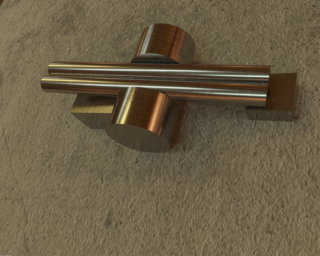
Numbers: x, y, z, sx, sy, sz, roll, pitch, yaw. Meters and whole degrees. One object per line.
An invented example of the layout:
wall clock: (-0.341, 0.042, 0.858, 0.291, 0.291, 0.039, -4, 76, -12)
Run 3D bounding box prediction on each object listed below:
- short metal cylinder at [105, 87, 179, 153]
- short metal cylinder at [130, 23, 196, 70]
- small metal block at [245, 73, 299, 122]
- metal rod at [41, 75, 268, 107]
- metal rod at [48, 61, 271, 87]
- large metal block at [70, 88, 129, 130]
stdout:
short metal cylinder: (-0.021, -0.008, 0.386, 0.080, 0.080, 0.050, 2, 63, 29)
short metal cylinder: (0.005, -0.096, 0.426, 0.080, 0.080, 0.050, 2, 63, 29)
small metal block: (0.131, -0.035, 0.359, 0.050, 0.025, 0.050, 3, 63, 30)
metal rod: (-0.023, -0.049, 0.390, 0.301, 0.025, 0.025, 6, 64, 22)
metal rod: (-0.017, -0.071, 0.400, 0.301, 0.025, 0.025, 6, 64, 22)
large metal block: (-0.072, -0.044, 0.454, 0.080, 0.050, 0.080, 2, 63, 29)
